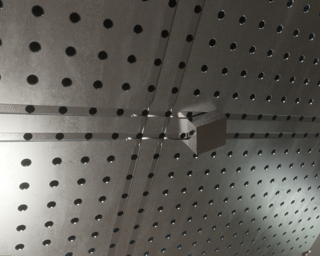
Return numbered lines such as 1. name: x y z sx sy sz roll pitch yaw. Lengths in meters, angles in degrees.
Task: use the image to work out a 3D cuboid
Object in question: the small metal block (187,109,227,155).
1. small metal block: 0.069 0.006 0.455 0.050 0.025 0.050 -18 126 -18
